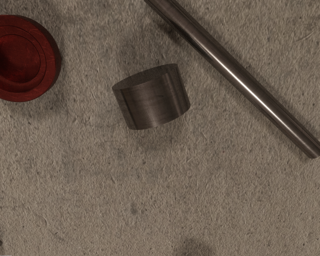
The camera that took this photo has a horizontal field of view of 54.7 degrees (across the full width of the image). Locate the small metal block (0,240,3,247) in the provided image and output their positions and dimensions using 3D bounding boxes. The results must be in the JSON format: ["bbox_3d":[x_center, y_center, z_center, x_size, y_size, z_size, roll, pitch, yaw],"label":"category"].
[{"bbox_3d":[-0.275,0.190,0.463,0.050,0.050,0.025,-26,108,9],"label":"small metal block"}]

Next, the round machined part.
[{"bbox_3d":[-0.167,-0.083,0.368,0.099,0.042,0.097,0,110,-1],"label":"round machined part"}]

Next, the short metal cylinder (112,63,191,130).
[{"bbox_3d":[-0.010,-0.038,0.366,0.080,0.080,0.050,-18,109,6],"label":"short metal cylinder"}]

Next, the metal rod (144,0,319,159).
[{"bbox_3d":[0.102,-0.061,0.388,0.300,0.025,0.025,40,105,-14],"label":"metal rod"}]
